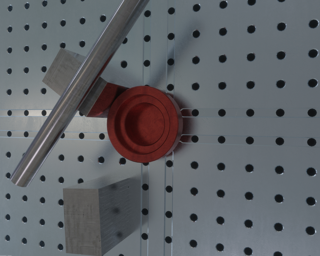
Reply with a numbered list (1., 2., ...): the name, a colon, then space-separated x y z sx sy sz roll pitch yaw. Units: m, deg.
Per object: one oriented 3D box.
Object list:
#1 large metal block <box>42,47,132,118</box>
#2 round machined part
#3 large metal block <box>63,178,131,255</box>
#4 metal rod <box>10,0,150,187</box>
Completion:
1. large metal block: -0.092 -0.057 0.416 0.080 0.080 0.050 37 102 16
2. round machined part: -0.017 -0.005 0.409 0.098 0.042 0.097 0 90 20
3. large metal block: -0.081 0.113 0.412 0.050 0.080 0.080 -3 89 20
4. metal rod: -0.089 -0.052 0.358 0.025 0.025 0.299 39 102 15
